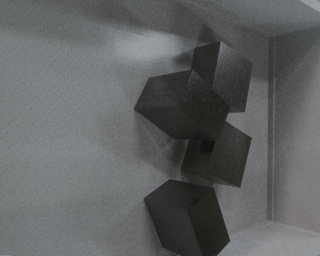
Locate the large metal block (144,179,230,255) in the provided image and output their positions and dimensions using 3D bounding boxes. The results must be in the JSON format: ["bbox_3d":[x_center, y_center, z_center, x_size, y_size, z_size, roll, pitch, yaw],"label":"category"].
[{"bbox_3d":[0.034,0.119,0.402,0.050,0.080,0.080,-30,109,-36],"label":"large metal block"}]

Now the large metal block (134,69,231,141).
[{"bbox_3d":[0.028,-0.026,0.397,0.080,0.080,0.050,37,67,-34],"label":"large metal block"}]

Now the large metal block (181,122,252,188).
[{"bbox_3d":[0.087,0.038,0.466,0.080,0.050,0.080,27,73,-37],"label":"large metal block"}]

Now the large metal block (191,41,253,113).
[{"bbox_3d":[0.091,-0.073,0.469,0.080,0.050,0.080,19,78,-39],"label":"large metal block"}]
